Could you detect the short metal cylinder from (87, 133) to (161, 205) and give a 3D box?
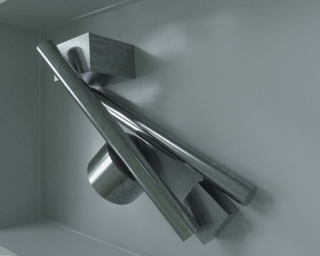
[{"bbox_3d":[-0.046,0.052,0.404,0.050,0.081,0.080,-47,62,29],"label":"short metal cylinder"}]

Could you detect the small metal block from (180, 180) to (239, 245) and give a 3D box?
[{"bbox_3d":[0.054,0.096,0.359,0.050,0.025,0.050,45,117,30],"label":"small metal block"}]

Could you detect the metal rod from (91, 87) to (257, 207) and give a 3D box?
[{"bbox_3d":[-0.010,0.008,0.412,0.300,0.025,0.025,31,109,35],"label":"metal rod"}]

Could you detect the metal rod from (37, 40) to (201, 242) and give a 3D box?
[{"bbox_3d":[-0.058,0.005,0.375,0.300,0.025,0.025,50,120,13],"label":"metal rod"}]

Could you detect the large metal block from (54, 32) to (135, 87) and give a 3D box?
[{"bbox_3d":[-0.094,-0.094,0.445,0.080,0.081,0.050,-5,87,39],"label":"large metal block"}]
